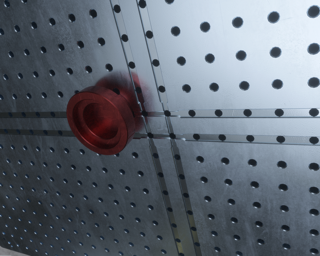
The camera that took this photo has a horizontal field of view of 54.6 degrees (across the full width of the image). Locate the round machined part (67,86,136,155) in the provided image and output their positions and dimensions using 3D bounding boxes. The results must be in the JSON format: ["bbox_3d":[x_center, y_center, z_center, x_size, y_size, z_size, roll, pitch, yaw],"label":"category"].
[{"bbox_3d":[-0.077,-0.014,0.433,0.098,0.042,0.097,13,124,21],"label":"round machined part"}]
